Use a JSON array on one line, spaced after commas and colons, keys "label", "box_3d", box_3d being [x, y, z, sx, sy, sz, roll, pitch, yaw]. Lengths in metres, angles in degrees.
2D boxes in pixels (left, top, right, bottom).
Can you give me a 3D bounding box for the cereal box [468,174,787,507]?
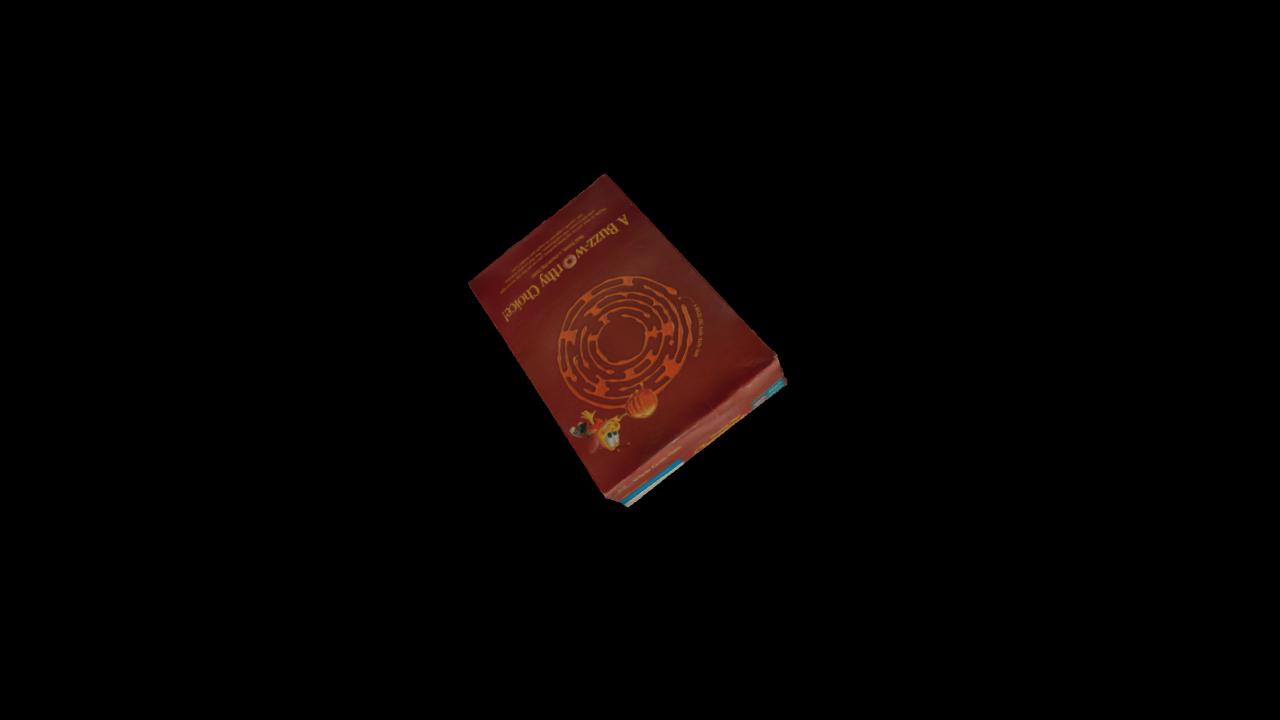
[{"label": "cereal box", "box_3d": [-0.024, -0.030, 0.643, 0.203, 0.306, 0.081, -39, -27, 1]}]
